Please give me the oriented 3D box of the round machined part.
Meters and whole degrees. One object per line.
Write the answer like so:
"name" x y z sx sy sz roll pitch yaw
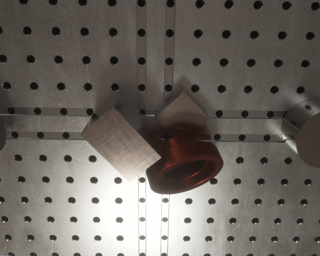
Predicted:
"round machined part" 0.029 0.045 0.405 0.099 0.042 0.098 -14 146 -9

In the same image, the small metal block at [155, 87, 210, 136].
"small metal block" 0.029 -0.016 0.408 0.050 0.025 0.050 -42 105 13

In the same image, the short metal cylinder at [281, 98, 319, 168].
"short metal cylinder" 0.208 0.006 0.405 0.081 0.050 0.079 0 110 -1

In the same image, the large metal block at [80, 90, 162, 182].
"large metal block" -0.044 0.007 0.386 0.050 0.080 0.080 -39 106 13

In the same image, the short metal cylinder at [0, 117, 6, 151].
"short metal cylinder" -0.241 0.004 0.382 0.050 0.080 0.080 -24 109 8
